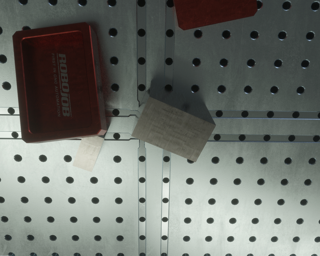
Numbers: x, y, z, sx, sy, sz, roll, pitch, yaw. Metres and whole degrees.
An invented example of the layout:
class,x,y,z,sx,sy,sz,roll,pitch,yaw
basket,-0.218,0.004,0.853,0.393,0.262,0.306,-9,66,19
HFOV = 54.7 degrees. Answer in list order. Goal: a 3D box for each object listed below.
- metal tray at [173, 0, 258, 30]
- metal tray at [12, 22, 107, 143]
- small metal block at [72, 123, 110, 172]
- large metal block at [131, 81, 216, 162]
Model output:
class,x,y,z,sx,sy,sz,roll,pitch,yaw
metal tray,0.054,-0.184,0.344,0.090,0.030,0.129,-11,110,3
metal tray,-0.116,-0.051,0.363,0.091,0.030,0.129,-7,86,2
small metal block,-0.089,0.021,0.407,0.025,0.050,0.050,21,109,-8
large metal block,0.015,-0.011,0.380,0.080,0.080,0.050,23,108,-9
